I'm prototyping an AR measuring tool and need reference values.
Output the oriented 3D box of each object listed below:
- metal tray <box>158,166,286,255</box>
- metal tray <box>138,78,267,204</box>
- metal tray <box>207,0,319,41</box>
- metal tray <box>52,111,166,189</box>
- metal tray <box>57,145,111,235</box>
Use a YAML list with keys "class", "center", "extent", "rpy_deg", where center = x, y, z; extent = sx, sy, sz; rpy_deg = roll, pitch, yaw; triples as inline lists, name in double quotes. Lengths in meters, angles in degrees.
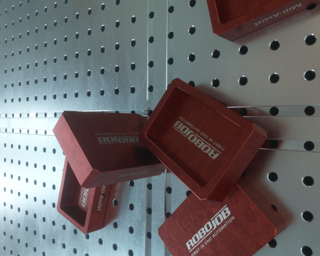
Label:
- class: "metal tray"
  center: [0.064, 0.115, 0.354]
  extent: [0.090, 0.030, 0.129]
  rpy_deg: [51, 120, 27]
- class: "metal tray"
  center: [0.039, 0.009, 0.346]
  extent: [0.130, 0.030, 0.090]
  rpy_deg: [40, 101, 44]
- class: "metal tray"
  center: [0.109, -0.157, 0.315]
  extent: [0.130, 0.030, 0.090]
  rpy_deg: [-16, 80, 39]
- class: "metal tray"
  center: [-0.055, 0.022, 0.387]
  extent: [0.030, 0.131, 0.090]
  rpy_deg: [-51, 60, 28]
- class: "metal tray"
  center: [-0.124, 0.094, 0.509]
  extent: [0.090, 0.030, 0.129]
  rpy_deg: [21, 103, 38]
